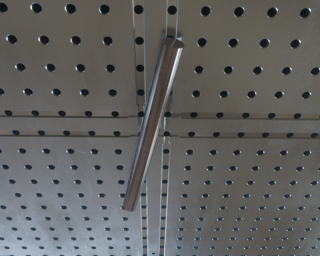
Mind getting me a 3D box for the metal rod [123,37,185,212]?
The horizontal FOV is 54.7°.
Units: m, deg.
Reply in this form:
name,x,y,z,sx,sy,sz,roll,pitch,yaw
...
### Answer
name,x,y,z,sx,sy,sz,roll,pitch,yaw
metal rod,-0.018,0.019,0.427,0.025,0.025,0.298,9,130,-8
